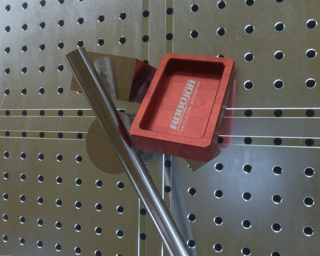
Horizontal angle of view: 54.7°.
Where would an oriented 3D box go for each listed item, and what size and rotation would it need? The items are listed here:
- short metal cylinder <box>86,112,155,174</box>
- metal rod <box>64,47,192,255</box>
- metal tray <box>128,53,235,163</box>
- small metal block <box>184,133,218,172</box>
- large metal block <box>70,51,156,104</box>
[{"bbox_3d":[-0.051,0.019,0.416,0.080,0.050,0.079,0,90,19],"label":"short metal cylinder"},{"bbox_3d":[-0.030,0.048,0.370,0.025,0.025,0.299,-22,103,18],"label":"metal rod"},{"bbox_3d":[0.030,-0.030,0.361,0.090,0.030,0.130,10,57,19],"label":"metal tray"},{"bbox_3d":[0.043,0.023,0.384,0.025,0.050,0.050,-38,78,16],"label":"small metal block"},{"bbox_3d":[-0.055,-0.063,0.402,0.080,0.080,0.050,13,94,19],"label":"large metal block"}]
